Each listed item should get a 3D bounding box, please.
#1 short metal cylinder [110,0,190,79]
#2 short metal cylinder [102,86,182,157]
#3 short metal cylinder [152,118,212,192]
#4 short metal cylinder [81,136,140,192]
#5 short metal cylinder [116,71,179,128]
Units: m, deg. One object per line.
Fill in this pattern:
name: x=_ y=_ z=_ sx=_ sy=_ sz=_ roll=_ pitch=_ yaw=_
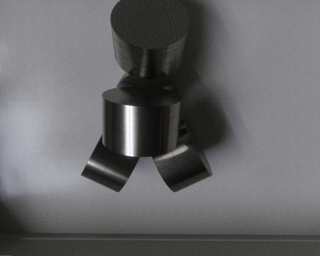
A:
short metal cylinder: x=-0.011 y=-0.100 z=0.336 sx=0.081 sy=0.080 sz=0.050 roll=4 pitch=153 yaw=-2
short metal cylinder: x=-0.019 y=-0.010 z=0.323 sx=0.081 sy=0.080 sz=0.050 roll=3 pitch=110 yaw=-1
short metal cylinder: x=0.026 y=0.034 z=0.393 sx=0.050 sy=0.080 sz=0.080 roll=-27 pitch=108 yaw=10
short metal cylinder: x=-0.058 y=0.034 z=0.392 sx=0.050 sy=0.080 sz=0.080 roll=28 pitch=108 yaw=-9
short metal cylinder: x=-0.016 y=-0.035 z=0.382 sx=0.081 sy=0.050 sz=0.079 roll=0 pitch=110 yaw=0
